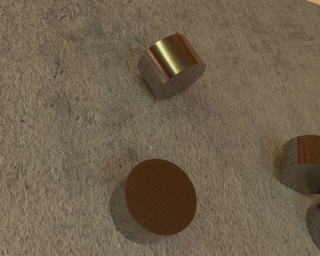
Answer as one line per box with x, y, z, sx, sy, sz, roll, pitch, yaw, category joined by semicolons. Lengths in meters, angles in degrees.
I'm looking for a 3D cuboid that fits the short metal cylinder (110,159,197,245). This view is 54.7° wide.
-0.008;0.080;0.335;0.081;0.050;0.080;14;56;-21;short metal cylinder

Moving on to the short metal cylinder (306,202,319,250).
0.259;0.140;0.442;0.081;0.050;0.080;14;56;-21;short metal cylinder

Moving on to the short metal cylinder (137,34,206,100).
0.016;-0.083;0.427;0.081;0.080;0.050;-22;74;-36;short metal cylinder

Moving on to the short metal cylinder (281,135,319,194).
0.221;0.055;0.454;0.080;0.080;0.050;28;52;-11;short metal cylinder
